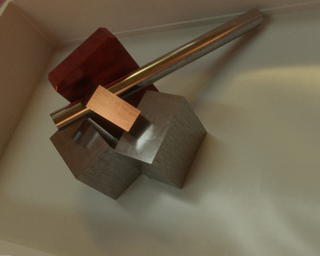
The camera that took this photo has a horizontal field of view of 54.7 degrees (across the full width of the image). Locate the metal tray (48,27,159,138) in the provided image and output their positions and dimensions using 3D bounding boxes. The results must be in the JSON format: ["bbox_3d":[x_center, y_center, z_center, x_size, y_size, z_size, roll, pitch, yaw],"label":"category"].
[{"bbox_3d":[-0.064,-0.052,0.399,0.090,0.130,0.030,-43,50,0],"label":"metal tray"}]

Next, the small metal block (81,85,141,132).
[{"bbox_3d":[-0.055,-0.023,0.334,0.025,0.050,0.050,-59,21,-4],"label":"small metal block"}]

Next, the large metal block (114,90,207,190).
[{"bbox_3d":[0.005,0.014,0.357,0.050,0.080,0.080,14,69,33],"label":"large metal block"}]

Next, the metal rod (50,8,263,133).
[{"bbox_3d":[0.007,-0.079,0.390,0.302,0.025,0.025,-30,50,-14],"label":"metal rod"}]

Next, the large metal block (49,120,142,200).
[{"bbox_3d":[-0.079,0.035,0.389,0.050,0.080,0.080,-45,51,-3],"label":"large metal block"}]
